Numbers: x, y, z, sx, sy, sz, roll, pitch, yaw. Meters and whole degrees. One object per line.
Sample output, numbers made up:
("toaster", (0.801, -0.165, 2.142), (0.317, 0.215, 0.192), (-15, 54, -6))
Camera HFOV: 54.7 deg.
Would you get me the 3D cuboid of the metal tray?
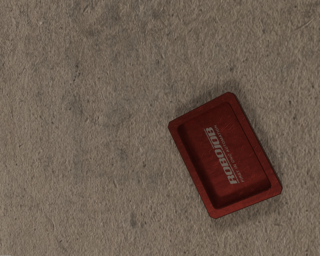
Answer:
("metal tray", (0.078, 0.033, 0.378), (0.090, 0.030, 0.130), (-28, 81, 17))
